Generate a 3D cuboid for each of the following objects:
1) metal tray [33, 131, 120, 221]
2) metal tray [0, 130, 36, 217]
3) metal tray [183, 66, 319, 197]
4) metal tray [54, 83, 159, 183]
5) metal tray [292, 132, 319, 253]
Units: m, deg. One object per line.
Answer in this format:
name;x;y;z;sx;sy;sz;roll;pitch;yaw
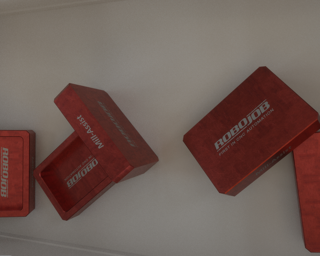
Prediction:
metal tray;-0.111;0.059;0.445;0.130;0.030;0.090;-41;77;15
metal tray;-0.241;0.067;0.471;0.091;0.030;0.129;0;90;-6
metal tray;0.100;0.004;0.355;0.130;0.030;0.090;-43;55;14
metal tray;-0.065;0.004;0.397;0.030;0.090;0.130;-42;77;15
metal tray;0.198;0.066;0.338;0.090;0.030;0.129;-7;88;19
